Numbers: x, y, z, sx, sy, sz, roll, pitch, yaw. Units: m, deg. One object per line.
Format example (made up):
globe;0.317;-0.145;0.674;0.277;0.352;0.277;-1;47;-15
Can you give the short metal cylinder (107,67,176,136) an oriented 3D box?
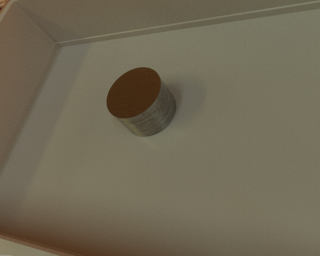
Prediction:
short metal cylinder;-0.025;-0.035;0.423;0.080;0.050;0.080;-13;56;21
